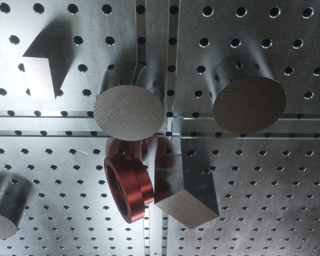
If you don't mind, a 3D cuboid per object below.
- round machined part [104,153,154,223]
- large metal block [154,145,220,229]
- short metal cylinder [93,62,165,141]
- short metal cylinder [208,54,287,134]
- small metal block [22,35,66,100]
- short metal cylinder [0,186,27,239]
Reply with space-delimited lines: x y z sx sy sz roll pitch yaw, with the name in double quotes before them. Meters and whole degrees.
"round machined part" -0.042 0.081 0.441 0.042 0.098 0.097 -18 134 -22
"large metal block" 0.037 0.086 0.449 0.050 0.080 0.080 -33 123 25
"short metal cylinder" -0.035 -0.031 0.369 0.081 0.050 0.079 0 130 0
"short metal cylinder" 0.099 -0.039 0.363 0.081 0.050 0.079 0 130 0
"small metal block" -0.124 -0.066 0.338 0.025 0.050 0.050 3 130 -3
"short metal cylinder" -0.270 0.140 0.512 0.081 0.050 0.079 0 130 0
